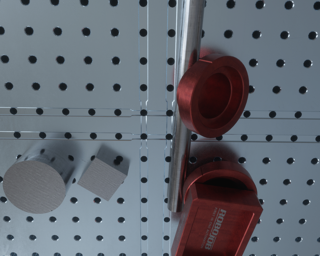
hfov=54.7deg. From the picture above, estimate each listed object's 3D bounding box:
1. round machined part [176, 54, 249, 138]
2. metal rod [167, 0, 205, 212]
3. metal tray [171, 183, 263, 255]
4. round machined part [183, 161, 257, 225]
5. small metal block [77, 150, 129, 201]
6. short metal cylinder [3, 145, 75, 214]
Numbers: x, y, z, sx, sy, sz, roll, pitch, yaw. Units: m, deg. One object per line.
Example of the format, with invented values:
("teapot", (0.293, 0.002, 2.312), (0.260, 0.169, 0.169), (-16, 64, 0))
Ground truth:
("round machined part", (0.059, -0.041, 0.373), (0.099, 0.042, 0.097), (-17, 118, -34))
("metal rod", (0.032, -0.023, 0.405), (0.025, 0.025, 0.298), (3, 110, -1))
("metal tray", (0.072, 0.140, 0.418), (0.091, 0.030, 0.129), (9, 117, -6))
("round machined part", (0.081, 0.086, 0.432), (0.099, 0.042, 0.097), (-1, 117, -2))
("small metal block", (-0.080, 0.067, 0.437), (0.050, 0.025, 0.050), (33, 107, -12))
("short metal cylinder", (-0.163, 0.069, 0.424), (0.081, 0.050, 0.079), (0, 110, 0))
